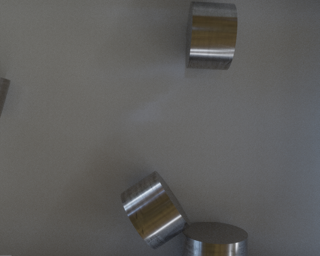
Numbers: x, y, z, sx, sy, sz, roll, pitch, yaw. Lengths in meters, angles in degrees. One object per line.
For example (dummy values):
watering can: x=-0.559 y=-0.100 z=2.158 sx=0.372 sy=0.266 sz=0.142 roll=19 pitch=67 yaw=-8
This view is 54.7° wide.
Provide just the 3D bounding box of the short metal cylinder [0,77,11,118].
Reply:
short metal cylinder: x=-0.234 y=-0.047 z=0.381 sx=0.080 sy=0.080 sz=0.050 roll=16 pitch=90 yaw=-1

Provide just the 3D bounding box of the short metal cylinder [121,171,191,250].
short metal cylinder: x=-0.005 y=0.100 z=0.384 sx=0.050 sy=0.080 sz=0.080 roll=-34 pitch=90 yaw=0

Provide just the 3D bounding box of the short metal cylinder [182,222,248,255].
short metal cylinder: x=0.067 y=0.154 z=0.385 sx=0.081 sy=0.080 sz=0.050 roll=1 pitch=90 yaw=-1

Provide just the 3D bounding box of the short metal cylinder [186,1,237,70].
short metal cylinder: x=0.061 y=-0.113 z=0.385 sx=0.050 sy=0.080 sz=0.079 roll=3 pitch=90 yaw=0
